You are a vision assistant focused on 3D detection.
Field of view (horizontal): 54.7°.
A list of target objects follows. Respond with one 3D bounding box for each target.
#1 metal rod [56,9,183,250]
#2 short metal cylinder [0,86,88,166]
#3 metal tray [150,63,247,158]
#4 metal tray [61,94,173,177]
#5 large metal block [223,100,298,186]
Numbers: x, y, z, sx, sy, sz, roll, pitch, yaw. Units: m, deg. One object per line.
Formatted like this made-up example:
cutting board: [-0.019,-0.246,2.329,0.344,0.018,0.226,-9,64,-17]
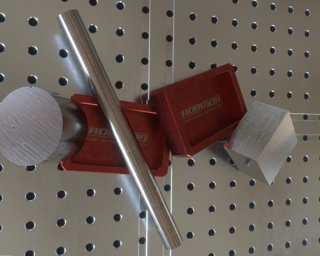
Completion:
metal rod: [-0.043,0.010,0.365,0.025,0.025,0.299,-27,99,-18]
short metal cylinder: [-0.126,-0.001,0.333,0.080,0.050,0.080,-1,86,15]
metal tray: [0.058,-0.026,0.411,0.131,0.030,0.090,-25,99,-35]
metal tray: [-0.052,0.011,0.390,0.131,0.030,0.089,7,88,-20]
large metal block: [0.143,0.022,0.433,0.080,0.050,0.080,-53,137,-12]
